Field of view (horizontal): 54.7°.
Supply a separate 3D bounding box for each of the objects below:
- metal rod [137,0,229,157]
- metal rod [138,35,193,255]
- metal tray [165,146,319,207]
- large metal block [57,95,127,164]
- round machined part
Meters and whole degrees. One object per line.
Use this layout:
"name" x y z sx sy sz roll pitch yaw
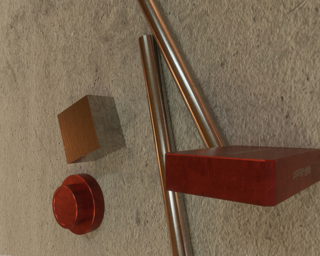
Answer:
"metal rod" 0.012 -0.103 0.393 0.025 0.025 0.299 -36 68 34
"metal rod" 0.006 0.026 0.397 0.025 0.025 0.298 -15 80 39
"metal tray" 0.077 0.035 0.272 0.090 0.131 0.030 0 90 40
"large metal block" -0.106 0.003 0.473 0.080 0.050 0.080 -26 74 37
"round machined part" -0.139 0.125 0.505 0.098 0.042 0.097 0 90 39
